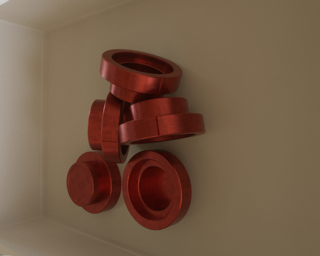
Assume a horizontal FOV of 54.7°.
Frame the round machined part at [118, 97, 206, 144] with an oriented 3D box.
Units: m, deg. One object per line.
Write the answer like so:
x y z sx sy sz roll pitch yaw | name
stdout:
0.001 -0.008 0.359 0.098 0.099 0.042 -13 82 39 | round machined part

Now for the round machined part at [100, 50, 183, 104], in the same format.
-0.025 -0.061 0.381 0.098 0.099 0.042 35 123 34 | round machined part

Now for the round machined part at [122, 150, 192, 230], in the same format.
0.000 0.076 0.396 0.098 0.042 0.097 0 90 40 | round machined part

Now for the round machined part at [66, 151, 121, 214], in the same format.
-0.110 0.086 0.487 0.098 0.042 0.097 0 90 40 | round machined part

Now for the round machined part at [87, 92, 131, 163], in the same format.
-0.066 -0.003 0.410 0.042 0.098 0.097 4 93 4 | round machined part
